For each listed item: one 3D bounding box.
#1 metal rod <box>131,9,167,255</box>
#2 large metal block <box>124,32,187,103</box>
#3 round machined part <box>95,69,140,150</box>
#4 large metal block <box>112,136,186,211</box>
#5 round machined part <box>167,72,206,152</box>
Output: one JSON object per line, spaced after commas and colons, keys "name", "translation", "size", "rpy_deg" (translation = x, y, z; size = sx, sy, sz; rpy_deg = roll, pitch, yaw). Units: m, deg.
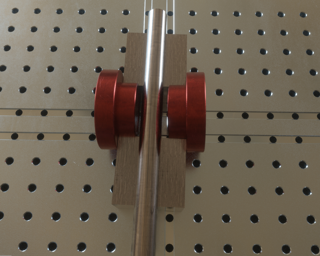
{"name": "metal rod", "translation": [-0.010, -0.010, 0.362], "size": [0.025, 0.025, 0.299], "rpy_deg": [3, 70, 1]}
{"name": "large metal block", "translation": [-0.005, -0.082, 0.428], "size": [0.080, 0.050, 0.080], "rpy_deg": [2, 70, 0]}
{"name": "round machined part", "translation": [-0.048, -0.022, 0.380], "size": [0.042, 0.098, 0.098], "rpy_deg": [2, 70, 1]}
{"name": "large metal block", "translation": [-0.011, 0.057, 0.377], "size": [0.080, 0.050, 0.080], "rpy_deg": [3, 70, 1]}
{"name": "round machined part", "translation": [0.032, -0.019, 0.380], "size": [0.042, 0.098, 0.098], "rpy_deg": [0, 70, 5]}
